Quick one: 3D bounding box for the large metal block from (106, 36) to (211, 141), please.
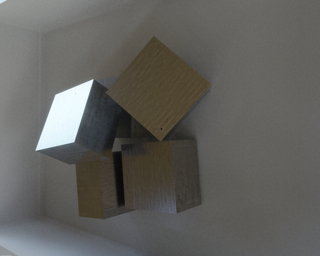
[{"bbox_3d":[0.001,-0.042,0.353,0.080,0.050,0.080,42,95,6],"label":"large metal block"}]

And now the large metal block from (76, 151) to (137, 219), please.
[{"bbox_3d":[-0.063,0.072,0.419,0.050,0.081,0.080,-8,85,39],"label":"large metal block"}]

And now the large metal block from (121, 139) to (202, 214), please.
[{"bbox_3d":[0.001,0.057,0.383,0.080,0.050,0.080,-7,86,39],"label":"large metal block"}]

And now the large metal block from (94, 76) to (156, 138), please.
[{"bbox_3d":[-0.051,-0.027,0.428,0.080,0.050,0.079,-1,89,39],"label":"large metal block"}]

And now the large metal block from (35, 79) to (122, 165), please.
[{"bbox_3d":[-0.098,-0.004,0.382,0.080,0.050,0.080,-12,57,39],"label":"large metal block"}]
